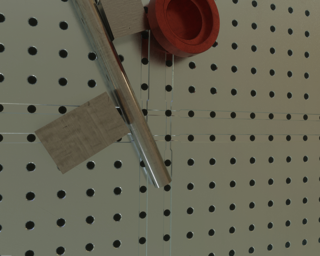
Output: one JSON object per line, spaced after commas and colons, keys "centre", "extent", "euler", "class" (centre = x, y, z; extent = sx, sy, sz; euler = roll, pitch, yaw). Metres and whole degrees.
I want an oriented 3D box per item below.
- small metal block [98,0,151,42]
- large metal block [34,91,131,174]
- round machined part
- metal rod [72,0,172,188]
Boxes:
{"centre": [-0.046, -0.141, 0.395], "extent": [0.050, 0.025, 0.050], "euler": [-22, 98, -19], "class": "small metal block"}
{"centre": [-0.090, 0.004, 0.350], "extent": [0.080, 0.080, 0.050], "euler": [-33, 101, -17], "class": "large metal block"}
{"centre": [0.027, -0.141, 0.408], "extent": [0.099, 0.042, 0.097], "euler": [2, 86, -30], "class": "round machined part"}
{"centre": [-0.054, -0.062, 0.392], "extent": [0.025, 0.025, 0.299], "euler": [-26, 99, -18], "class": "metal rod"}
